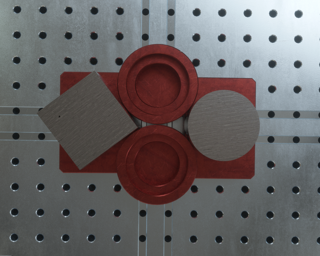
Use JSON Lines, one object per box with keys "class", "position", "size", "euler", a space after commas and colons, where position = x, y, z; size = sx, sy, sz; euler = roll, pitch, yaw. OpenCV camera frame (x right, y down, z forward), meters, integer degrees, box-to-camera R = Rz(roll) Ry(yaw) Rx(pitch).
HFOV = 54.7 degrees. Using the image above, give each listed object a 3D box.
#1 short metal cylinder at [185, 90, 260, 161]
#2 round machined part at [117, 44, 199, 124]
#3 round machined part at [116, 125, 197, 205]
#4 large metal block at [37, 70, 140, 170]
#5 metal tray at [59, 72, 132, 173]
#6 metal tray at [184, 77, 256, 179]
{"class": "short metal cylinder", "position": [0.071, -0.003, 0.370], "size": [0.081, 0.050, 0.079], "euler": [0, 90, 0]}
{"class": "round machined part", "position": [-0.002, -0.054, 0.396], "size": [0.099, 0.042, 0.097], "euler": [0, 90, 0]}
{"class": "round machined part", "position": [-0.004, 0.045, 0.396], "size": [0.099, 0.042, 0.097], "euler": [0, 90, 0]}
{"class": "large metal block", "position": [-0.081, -0.009, 0.370], "size": [0.080, 0.050, 0.080], "euler": [-37, 90, 0]}
{"class": "metal tray", "position": [-0.083, -0.007, 0.410], "size": [0.091, 0.030, 0.129], "euler": [1, 90, -2]}
{"class": "metal tray", "position": [0.077, 0.000, 0.409], "size": [0.091, 0.030, 0.129], "euler": [1, 90, 0]}
